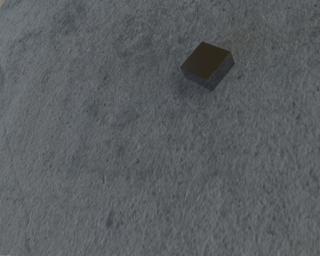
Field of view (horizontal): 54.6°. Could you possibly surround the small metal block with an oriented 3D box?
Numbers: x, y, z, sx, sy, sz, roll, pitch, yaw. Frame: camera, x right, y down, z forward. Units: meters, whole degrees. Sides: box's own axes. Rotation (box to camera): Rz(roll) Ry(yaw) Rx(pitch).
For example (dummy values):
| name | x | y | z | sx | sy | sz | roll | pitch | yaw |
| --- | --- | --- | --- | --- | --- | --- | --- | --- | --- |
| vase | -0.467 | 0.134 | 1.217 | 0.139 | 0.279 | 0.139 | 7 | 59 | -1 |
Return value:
| name | x | y | z | sx | sy | sz | roll | pitch | yaw |
| --- | --- | --- | --- | --- | --- | --- | --- | --- | --- |
| small metal block | 0.064 | -0.085 | 0.423 | 0.050 | 0.025 | 0.050 | 34 | 81 | 38 |
